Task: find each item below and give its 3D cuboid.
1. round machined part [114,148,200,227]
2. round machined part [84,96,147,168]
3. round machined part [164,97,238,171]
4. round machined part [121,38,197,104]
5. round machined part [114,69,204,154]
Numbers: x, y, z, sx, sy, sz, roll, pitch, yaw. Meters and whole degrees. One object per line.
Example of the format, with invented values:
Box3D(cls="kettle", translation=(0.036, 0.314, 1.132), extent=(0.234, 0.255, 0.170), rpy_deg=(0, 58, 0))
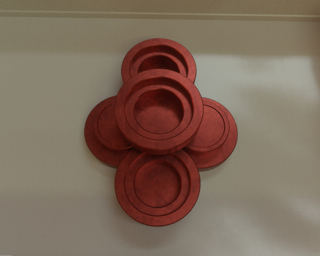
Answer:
Box3D(cls="round machined part", translation=(-0.003, 0.069, 0.373), extent=(0.099, 0.042, 0.098), rpy_deg=(0, 70, -1))
Box3D(cls="round machined part", translation=(-0.048, 0.001, 0.398), extent=(0.099, 0.042, 0.098), rpy_deg=(0, 70, -1))
Box3D(cls="round machined part", translation=(0.051, 0.004, 0.397), extent=(0.099, 0.042, 0.098), rpy_deg=(0, 70, -1))
Box3D(cls="round machined part", translation=(-0.001, -0.070, 0.424), extent=(0.099, 0.042, 0.098), rpy_deg=(0, 70, -1))
Box3D(cls="round machined part", translation=(-0.001, -0.016, 0.360), extent=(0.099, 0.042, 0.098), rpy_deg=(0, 70, -1))
